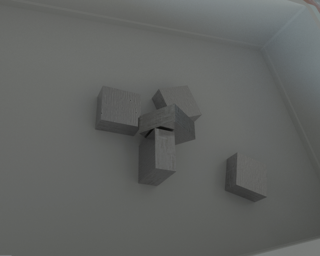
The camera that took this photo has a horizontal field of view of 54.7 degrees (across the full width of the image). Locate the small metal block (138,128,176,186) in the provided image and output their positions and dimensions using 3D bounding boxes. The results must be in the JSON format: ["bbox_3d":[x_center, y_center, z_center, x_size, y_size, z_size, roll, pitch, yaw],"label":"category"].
[{"bbox_3d":[-0.004,0.035,0.367,0.025,0.050,0.050,12,57,-22],"label":"small metal block"}]

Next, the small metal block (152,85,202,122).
[{"bbox_3d":[0.024,-0.031,0.439,0.050,0.025,0.050,-11,68,-33],"label":"small metal block"}]

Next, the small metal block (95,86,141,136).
[{"bbox_3d":[-0.052,-0.021,0.392,0.050,0.025,0.050,11,57,-23],"label":"small metal block"}]

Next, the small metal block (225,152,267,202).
[{"bbox_3d":[0.120,0.069,0.431,0.050,0.025,0.050,23,53,-15],"label":"small metal block"}]

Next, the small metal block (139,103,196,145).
[{"bbox_3d":[0.009,0.000,0.384,0.050,0.050,0.025,39,41,-47],"label":"small metal block"}]
